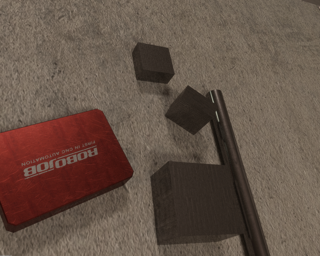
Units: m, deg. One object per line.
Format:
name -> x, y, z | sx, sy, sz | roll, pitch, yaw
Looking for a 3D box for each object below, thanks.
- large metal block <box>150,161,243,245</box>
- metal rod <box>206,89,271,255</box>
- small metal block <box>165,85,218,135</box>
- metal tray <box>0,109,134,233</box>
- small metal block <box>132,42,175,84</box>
large metal block -> 0.040, 0.087, 0.357 | 0.081, 0.050, 0.080 | 7, 59, -25
metal rod -> 0.107, 0.078, 0.415 | 0.025, 0.025, 0.299 | 5, 60, -26
small metal block -> 0.043, -0.023, 0.427 | 0.050, 0.050, 0.025 | 34, 51, -7
metal tray -> -0.104, 0.037, 0.322 | 0.131, 0.030, 0.090 | -19, 72, -35
small metal block -> -0.010, -0.095, 0.458 | 0.050, 0.025, 0.050 | 3, 60, -27
